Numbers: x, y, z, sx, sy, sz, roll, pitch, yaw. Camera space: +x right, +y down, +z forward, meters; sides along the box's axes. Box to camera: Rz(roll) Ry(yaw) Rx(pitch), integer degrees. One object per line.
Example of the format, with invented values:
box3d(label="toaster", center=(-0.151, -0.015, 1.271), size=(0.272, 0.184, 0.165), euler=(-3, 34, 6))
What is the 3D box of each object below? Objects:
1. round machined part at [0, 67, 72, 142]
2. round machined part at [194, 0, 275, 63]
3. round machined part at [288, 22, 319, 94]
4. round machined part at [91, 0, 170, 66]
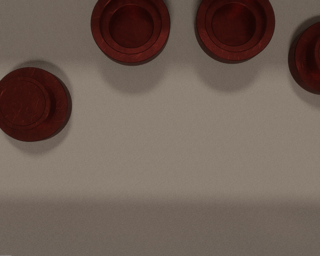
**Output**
box3d(label="round machined part", center=(-0.169, -0.030, 0.401), size=(0.099, 0.042, 0.097), euler=(0, 90, -1))
box3d(label="round machined part", center=(0.094, -0.132, 0.404), size=(0.099, 0.042, 0.097), euler=(0, 90, -1))
box3d(label="round machined part", center=(0.225, -0.094, 0.406), size=(0.099, 0.042, 0.097), euler=(0, 90, -1))
box3d(label="round machined part", center=(-0.036, -0.129, 0.402), size=(0.099, 0.042, 0.097), euler=(0, 90, -1))
